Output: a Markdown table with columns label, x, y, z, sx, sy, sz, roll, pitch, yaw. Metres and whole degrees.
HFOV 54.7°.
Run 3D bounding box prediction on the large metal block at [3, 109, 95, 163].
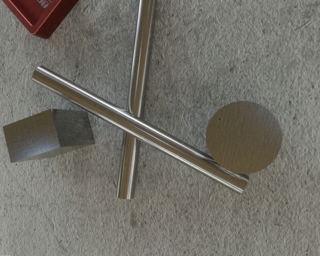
| label | x | y | z | sx | sy | sz | roll | pitch | yaw |
| --- | --- | --- | --- | --- | --- | --- | --- | --- | --- |
| large metal block | -0.151 | 0.011 | 0.432 | 0.080 | 0.080 | 0.050 | -17 | 85 | 19 |

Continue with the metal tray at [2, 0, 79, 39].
| label | x | y | z | sx | sy | sz | roll | pitch | yaw |
| --- | --- | --- | --- | --- | --- | --- | --- | --- | --- |
| metal tray | -0.194 | -0.212 | 0.472 | 0.090 | 0.030 | 0.130 | -46 | 76 | 14 |

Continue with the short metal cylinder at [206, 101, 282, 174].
| label | x | y | z | sx | sy | sz | roll | pitch | yaw |
| --- | --- | --- | --- | --- | --- | --- | --- | --- | --- |
| short metal cylinder | 0.098 | 0.010 | 0.361 | 0.080 | 0.050 | 0.079 | 0 | 90 | 19 |

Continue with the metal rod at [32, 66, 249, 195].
| label | x | y | z | sx | sy | sz | roll | pitch | yaw |
| --- | --- | --- | --- | --- | --- | --- | --- | --- | --- |
| metal rod | -0.030 | -0.001 | 0.393 | 0.301 | 0.025 | 0.025 | 28 | 99 | 7 |

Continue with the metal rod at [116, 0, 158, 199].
| label | x | y | z | sx | sy | sz | roll | pitch | yaw |
| --- | --- | --- | --- | --- | --- | --- | --- | --- | --- |
| metal rod | -0.030 | -0.054 | 0.418 | 0.025 | 0.025 | 0.298 | 8 | 93 | 19 |
